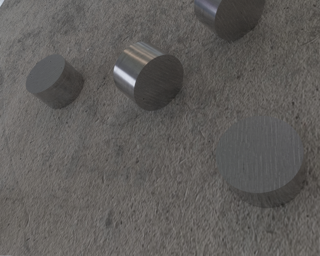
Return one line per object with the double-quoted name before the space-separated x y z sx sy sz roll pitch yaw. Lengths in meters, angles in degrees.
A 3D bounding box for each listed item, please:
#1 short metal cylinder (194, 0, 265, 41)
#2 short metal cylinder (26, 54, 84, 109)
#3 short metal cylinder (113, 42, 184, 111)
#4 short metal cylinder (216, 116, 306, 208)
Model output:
"short metal cylinder" 0.094 -0.167 0.422 0.080 0.080 0.050 -38 51 3
"short metal cylinder" -0.180 -0.079 0.531 0.080 0.050 0.080 -13 56 21
"short metal cylinder" -0.015 -0.070 0.420 0.080 0.080 0.050 -47 51 -4
"short metal cylinder" 0.103 0.035 0.313 0.080 0.050 0.080 -13 56 21
